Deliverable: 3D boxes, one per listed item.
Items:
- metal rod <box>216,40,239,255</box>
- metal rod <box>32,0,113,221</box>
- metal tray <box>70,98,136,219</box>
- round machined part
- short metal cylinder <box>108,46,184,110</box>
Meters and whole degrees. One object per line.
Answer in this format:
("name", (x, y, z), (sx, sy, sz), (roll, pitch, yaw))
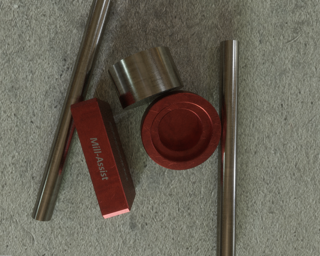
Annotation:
("metal rod", (0.090, 0.036, 0.410), (0.025, 0.025, 0.298), (1, 90, 0))
("metal rod", (-0.115, -0.025, 0.408), (0.025, 0.025, 0.298), (16, 90, 0))
("metal tray", (-0.065, 0.033, 0.377), (0.030, 0.090, 0.129), (-17, 90, 0))
("round machined part", (0.024, 0.000, 0.393), (0.099, 0.042, 0.097), (-2, 106, -7))
("short metal cylinder", (-0.017, -0.060, 0.382), (0.080, 0.080, 0.050), (-22, 90, 0))
